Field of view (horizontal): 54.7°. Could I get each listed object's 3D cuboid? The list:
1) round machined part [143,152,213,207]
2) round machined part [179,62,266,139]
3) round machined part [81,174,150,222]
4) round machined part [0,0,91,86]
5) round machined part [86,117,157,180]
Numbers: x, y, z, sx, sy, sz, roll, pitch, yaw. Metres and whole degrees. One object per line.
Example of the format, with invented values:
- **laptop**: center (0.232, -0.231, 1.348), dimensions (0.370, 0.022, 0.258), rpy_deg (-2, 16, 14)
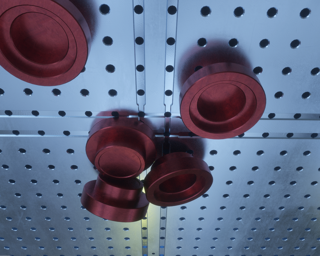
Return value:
- **round machined part**: center (0.024, 0.071, 0.452), dimensions (0.099, 0.042, 0.097), rpy_deg (-10, 140, -9)
- **round machined part**: center (0.072, -0.036, 0.371), dimensions (0.099, 0.042, 0.097), rpy_deg (-1, 130, 0)
- **round machined part**: center (-0.062, 0.094, 0.453), dimensions (0.099, 0.098, 0.042), rpy_deg (14, 98, -12)
- **round machined part**: center (-0.120, -0.095, 0.318), dimensions (0.099, 0.042, 0.097), rpy_deg (-1, 130, 0)
- **round machined part**: center (-0.054, 0.035, 0.430), dimensions (0.099, 0.042, 0.097), rpy_deg (-1, 130, 0)
